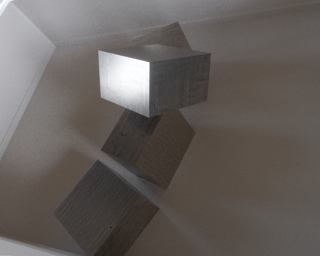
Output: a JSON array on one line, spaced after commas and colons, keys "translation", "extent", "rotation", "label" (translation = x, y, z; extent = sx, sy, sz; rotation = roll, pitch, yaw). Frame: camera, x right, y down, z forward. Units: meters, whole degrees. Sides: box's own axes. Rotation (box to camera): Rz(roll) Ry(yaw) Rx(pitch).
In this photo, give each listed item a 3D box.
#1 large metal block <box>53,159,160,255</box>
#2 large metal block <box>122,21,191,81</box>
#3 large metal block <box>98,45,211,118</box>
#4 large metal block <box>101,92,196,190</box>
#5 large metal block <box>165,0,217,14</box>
[{"translation": [-0.062, 0.097, 0.361], "extent": [0.080, 0.050, 0.080], "rotation": [32, 79, 37], "label": "large metal block"}, {"translation": [0.004, -0.083, 0.417], "extent": [0.080, 0.080, 0.050], "rotation": [-17, 53, 18], "label": "large metal block"}, {"translation": [-0.006, -0.054, 0.321], "extent": [0.081, 0.050, 0.080], "rotation": [-18, 30, -39], "label": "large metal block"}, {"translation": [-0.010, 0.015, 0.365], "extent": [0.050, 0.080, 0.080], "rotation": [18, 71, 34], "label": "large metal block"}, {"translation": [0.052, -0.246, 0.514], "extent": [0.080, 0.050, 0.080], "rotation": [-3, 60, 26], "label": "large metal block"}]
